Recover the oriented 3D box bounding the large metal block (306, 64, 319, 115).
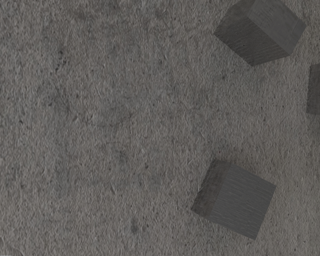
[{"bbox_3d":[0.292,-0.060,0.503,0.081,0.050,0.080,7,88,-20],"label":"large metal block"}]

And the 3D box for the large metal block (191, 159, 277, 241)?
[{"bbox_3d":[0.103,0.098,0.434,0.080,0.050,0.080,28,81,-18],"label":"large metal block"}]

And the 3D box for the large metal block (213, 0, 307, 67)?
[{"bbox_3d":[0.136,-0.136,0.429,0.080,0.080,0.050,34,79,-17],"label":"large metal block"}]
